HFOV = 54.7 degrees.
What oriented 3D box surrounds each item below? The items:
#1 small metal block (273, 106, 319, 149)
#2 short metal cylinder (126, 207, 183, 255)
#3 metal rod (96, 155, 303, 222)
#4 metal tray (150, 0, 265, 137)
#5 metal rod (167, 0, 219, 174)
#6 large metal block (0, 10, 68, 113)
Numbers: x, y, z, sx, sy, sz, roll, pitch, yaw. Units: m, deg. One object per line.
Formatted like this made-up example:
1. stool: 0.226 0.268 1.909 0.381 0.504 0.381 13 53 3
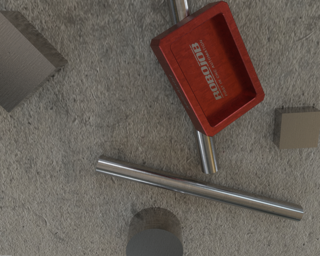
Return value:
1. small metal block: 0.181 -0.001 0.412 0.050 0.025 0.050 -3 110 0
2. short metal cylinder: -0.008 0.165 0.457 0.081 0.050 0.079 0 110 -1
3. metal rod: 0.060 0.088 0.443 0.302 0.025 0.025 15 109 -6
4. metal tray: 0.059 -0.066 0.361 0.090 0.030 0.130 -35 114 -9
5. metal rod: 0.037 -0.079 0.381 0.025 0.025 0.298 -12 110 4
6. large metal block: -0.172 -0.079 0.365 0.080 0.050 0.080 -39 106 13
